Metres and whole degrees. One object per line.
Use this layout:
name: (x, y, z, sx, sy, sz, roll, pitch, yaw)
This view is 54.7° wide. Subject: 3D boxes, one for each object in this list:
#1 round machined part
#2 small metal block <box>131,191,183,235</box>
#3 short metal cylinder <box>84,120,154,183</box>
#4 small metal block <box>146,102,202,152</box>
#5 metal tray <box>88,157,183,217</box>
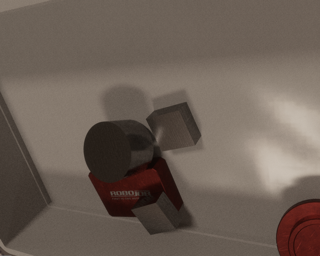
round machined part: (0.185, 0.134, 0.355, 0.098, 0.042, 0.097, -1, 87, 26)
small metal block: (-0.005, 0.123, 0.447, 0.050, 0.025, 0.050, -26, 105, 36)
short metal cylinder: (-0.056, 0.029, 0.420, 0.080, 0.050, 0.079, 3, 95, 31)
small metal block: (0.018, -0.001, 0.398, 0.050, 0.025, 0.050, -13, 112, 33)
metal tray: (-0.039, 0.095, 0.483, 0.130, 0.030, 0.090, -9, 114, 31)
